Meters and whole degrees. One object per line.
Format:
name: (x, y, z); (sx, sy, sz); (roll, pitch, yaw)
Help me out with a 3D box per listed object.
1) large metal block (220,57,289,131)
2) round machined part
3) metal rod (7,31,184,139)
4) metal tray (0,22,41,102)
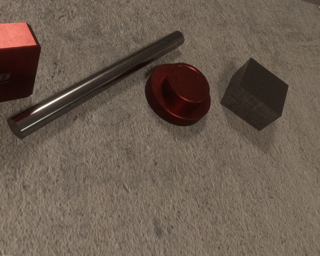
large metal block: (0.156, -0.056, 0.509); (0.080, 0.050, 0.080); (35, 51, -6)
round machined part: (0.032, -0.055, 0.445); (0.099, 0.042, 0.098); (14, 56, -21)
metal rod: (-0.060, -0.074, 0.417); (0.025, 0.025, 0.302); (47, 51, 4)
metal tray: (-0.188, -0.053, 0.293); (0.131, 0.090, 0.030); (-18, 72, -35)
